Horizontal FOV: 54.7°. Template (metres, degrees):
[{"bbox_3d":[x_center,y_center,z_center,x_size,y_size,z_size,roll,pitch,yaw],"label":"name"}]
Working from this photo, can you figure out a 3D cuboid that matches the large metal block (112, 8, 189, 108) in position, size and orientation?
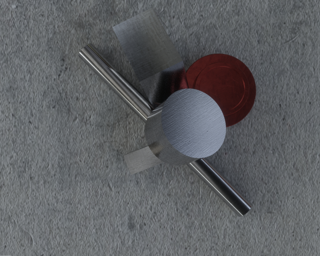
[{"bbox_3d":[-0.008,-0.079,0.373,0.050,0.080,0.080,-26,68,1],"label":"large metal block"}]

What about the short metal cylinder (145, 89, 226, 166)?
[{"bbox_3d":[0.029,0.000,0.362,0.081,0.050,0.080,7,72,-22],"label":"short metal cylinder"}]

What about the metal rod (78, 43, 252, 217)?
[{"bbox_3d":[0.007,0.003,0.412,0.025,0.025,0.300,-45,91,0],"label":"metal rod"}]

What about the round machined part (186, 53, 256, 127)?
[{"bbox_3d":[0.077,-0.049,0.403,0.099,0.042,0.097,0,90,-1],"label":"round machined part"}]

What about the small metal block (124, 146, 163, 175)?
[{"bbox_3d":[-0.016,0.036,0.399,0.050,0.050,0.025,-21,90,-1],"label":"small metal block"}]
